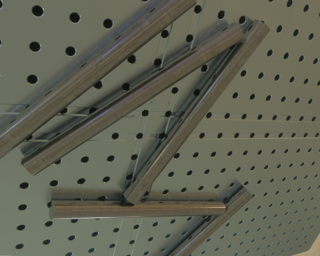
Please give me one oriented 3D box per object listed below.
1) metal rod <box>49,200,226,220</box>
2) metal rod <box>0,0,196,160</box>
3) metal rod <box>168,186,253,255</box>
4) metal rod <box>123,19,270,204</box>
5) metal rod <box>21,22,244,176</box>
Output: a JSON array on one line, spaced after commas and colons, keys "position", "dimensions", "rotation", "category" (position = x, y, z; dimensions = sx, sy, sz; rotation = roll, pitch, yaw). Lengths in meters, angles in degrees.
[{"position": [-0.015, 0.126, 0.483], "dimensions": [0.302, 0.025, 0.025], "rotation": [9, 114, -33], "category": "metal rod"}, {"position": [-0.085, -0.051, 0.333], "dimensions": [0.301, 0.025, 0.025], "rotation": [-39, 130, -2], "category": "metal rod"}, {"position": [0.055, 0.220, 0.579], "dimensions": [0.300, 0.025, 0.025], "rotation": [-43, 130, 1], "category": "metal rod"}, {"position": [0.045, -0.015, 0.427], "dimensions": [0.025, 0.025, 0.299], "rotation": [29, 102, -38], "category": "metal rod"}, {"position": [-0.027, -0.039, 0.373], "dimensions": [0.301, 0.025, 0.025], "rotation": [-34, 129, -6], "category": "metal rod"}]
